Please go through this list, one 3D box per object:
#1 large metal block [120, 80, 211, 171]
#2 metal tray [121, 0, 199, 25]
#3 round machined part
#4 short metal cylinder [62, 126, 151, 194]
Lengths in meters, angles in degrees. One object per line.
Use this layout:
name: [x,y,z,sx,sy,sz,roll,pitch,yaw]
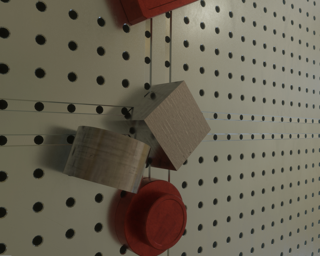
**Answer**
large metal block: [0.009,-0.004,0.401,0.080,0.050,0.080,-47,118,-30]
metal tray: [0.000,-0.199,0.405,0.131,0.030,0.090,-34,111,-35]
round machined part: [-0.004,0.115,0.395,0.099,0.042,0.097,0,90,-40]
short metal cylinder: [-0.055,0.035,0.327,0.080,0.080,0.050,25,74,-37]
